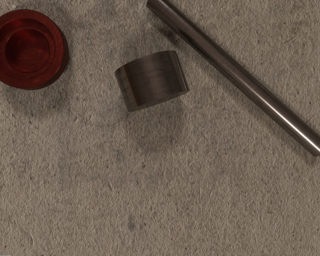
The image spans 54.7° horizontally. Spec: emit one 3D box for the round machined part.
[{"bbox_3d":[-0.167,-0.097,0.399,0.099,0.042,0.097,0,90,-1],"label":"round machined part"}]

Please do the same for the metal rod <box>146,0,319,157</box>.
[{"bbox_3d":[0.102,-0.071,0.411,0.300,0.025,0.025,42,90,-1],"label":"metal rod"}]

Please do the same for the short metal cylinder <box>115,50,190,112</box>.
[{"bbox_3d":[-0.009,-0.056,0.382,0.080,0.080,0.050,-19,90,0],"label":"short metal cylinder"}]
